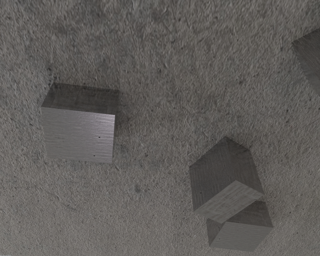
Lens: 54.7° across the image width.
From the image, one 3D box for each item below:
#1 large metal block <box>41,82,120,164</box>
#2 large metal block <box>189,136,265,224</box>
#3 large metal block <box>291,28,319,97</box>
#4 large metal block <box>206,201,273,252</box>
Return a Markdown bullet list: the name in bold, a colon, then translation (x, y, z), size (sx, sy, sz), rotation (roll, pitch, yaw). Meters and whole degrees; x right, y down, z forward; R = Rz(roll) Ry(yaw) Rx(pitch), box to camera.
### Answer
- **large metal block**: translation (-0.096, -0.005, 0.386), size (0.081, 0.050, 0.079), rotation (6, 130, -6)
- **large metal block**: translation (0.089, 0.073, 0.433), size (0.050, 0.080, 0.080), rotation (28, 124, -22)
- **large metal block**: translation (0.193, -0.070, 0.313), size (0.080, 0.080, 0.050), rotation (-27, 125, 21)
- **large metal block**: translation (0.133, 0.166, 0.533), size (0.081, 0.050, 0.079), rotation (10, 130, -9)
